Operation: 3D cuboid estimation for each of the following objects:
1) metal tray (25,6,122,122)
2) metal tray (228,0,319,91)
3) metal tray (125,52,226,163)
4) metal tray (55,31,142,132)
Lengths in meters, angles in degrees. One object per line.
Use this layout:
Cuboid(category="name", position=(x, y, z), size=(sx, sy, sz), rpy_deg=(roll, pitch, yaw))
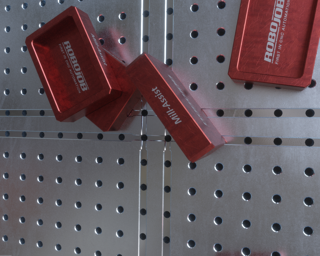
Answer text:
Cuboid(category="metal tray", position=(-0.118, -0.083, 0.417), size=(0.090, 0.030, 0.129), rpy_deg=(-27, 81, 17))
Cuboid(category="metal tray", position=(0.137, -0.114, 0.361), size=(0.090, 0.030, 0.129), rpy_deg=(11, 94, 19))
Cuboid(category="metal tray", position=(0.022, -0.024, 0.369), size=(0.030, 0.090, 0.130), rpy_deg=(-39, 78, 16))
Cuboid(category="metal tray", position=(-0.092, -0.066, 0.441), size=(0.130, 0.030, 0.090), rpy_deg=(38, 102, 15))
